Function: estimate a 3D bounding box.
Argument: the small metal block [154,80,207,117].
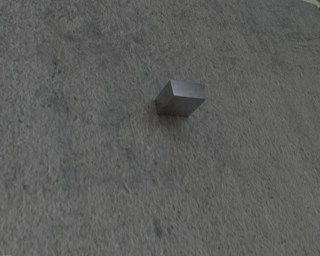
[{"bbox_3d":[0.027,-0.039,0.428,0.050,0.050,0.025,3,61,-27],"label":"small metal block"}]
